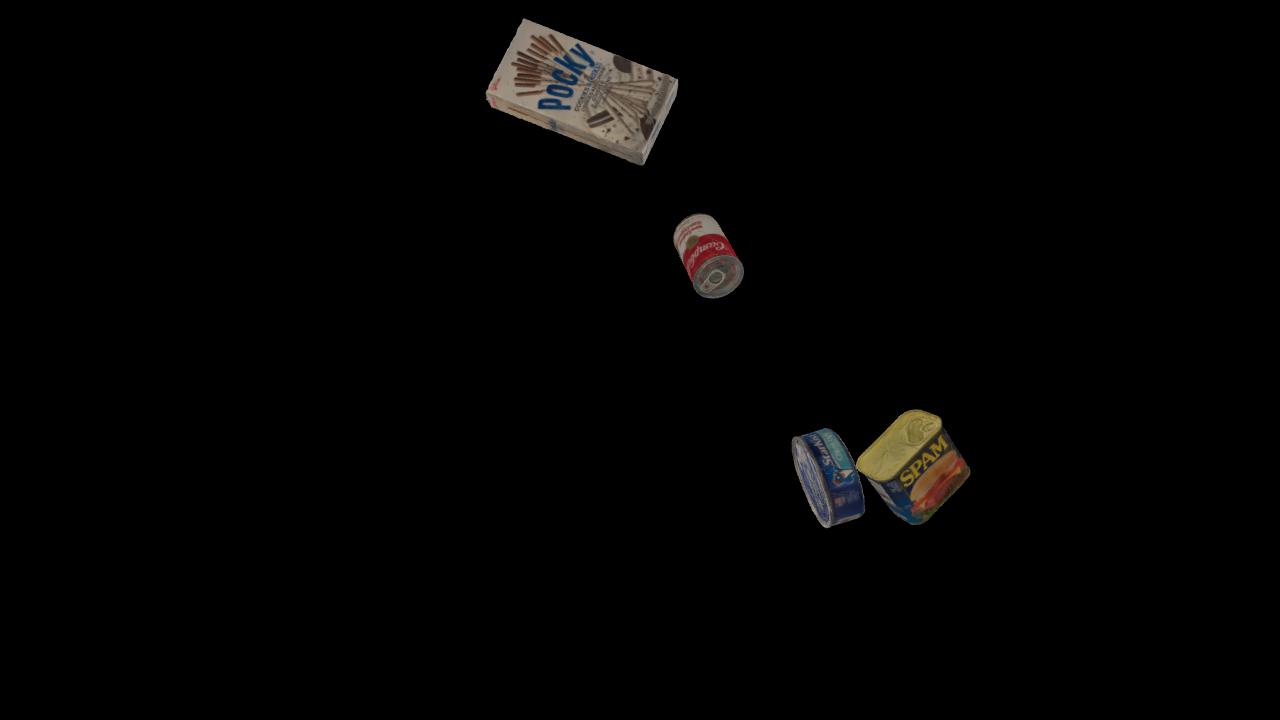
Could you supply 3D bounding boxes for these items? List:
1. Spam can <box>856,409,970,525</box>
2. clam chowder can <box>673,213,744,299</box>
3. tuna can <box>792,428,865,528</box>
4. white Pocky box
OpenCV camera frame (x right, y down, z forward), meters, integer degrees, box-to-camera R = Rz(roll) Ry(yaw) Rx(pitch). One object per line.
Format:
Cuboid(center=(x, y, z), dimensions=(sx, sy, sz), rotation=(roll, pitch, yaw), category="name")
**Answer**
Cuboid(center=(0.309, 0.121, 0.693), dimensions=(0.101, 0.085, 0.058), rotation=(-42, 22, -5), category="Spam can")
Cuboid(center=(0.088, -0.139, 0.811), dimensions=(0.068, 0.068, 0.102), rotation=(0, 44, -18), category="clam chowder can")
Cuboid(center=(0.167, 0.104, 0.548), dimensions=(0.034, 0.084, 0.084), rotation=(-17, 0, 0), category="tuna can")
Cuboid(center=(-0.051, -0.241, 0.555), dimensions=(0.154, 0.084, 0.028), rotation=(23, -10, 4), category="white Pocky box")
